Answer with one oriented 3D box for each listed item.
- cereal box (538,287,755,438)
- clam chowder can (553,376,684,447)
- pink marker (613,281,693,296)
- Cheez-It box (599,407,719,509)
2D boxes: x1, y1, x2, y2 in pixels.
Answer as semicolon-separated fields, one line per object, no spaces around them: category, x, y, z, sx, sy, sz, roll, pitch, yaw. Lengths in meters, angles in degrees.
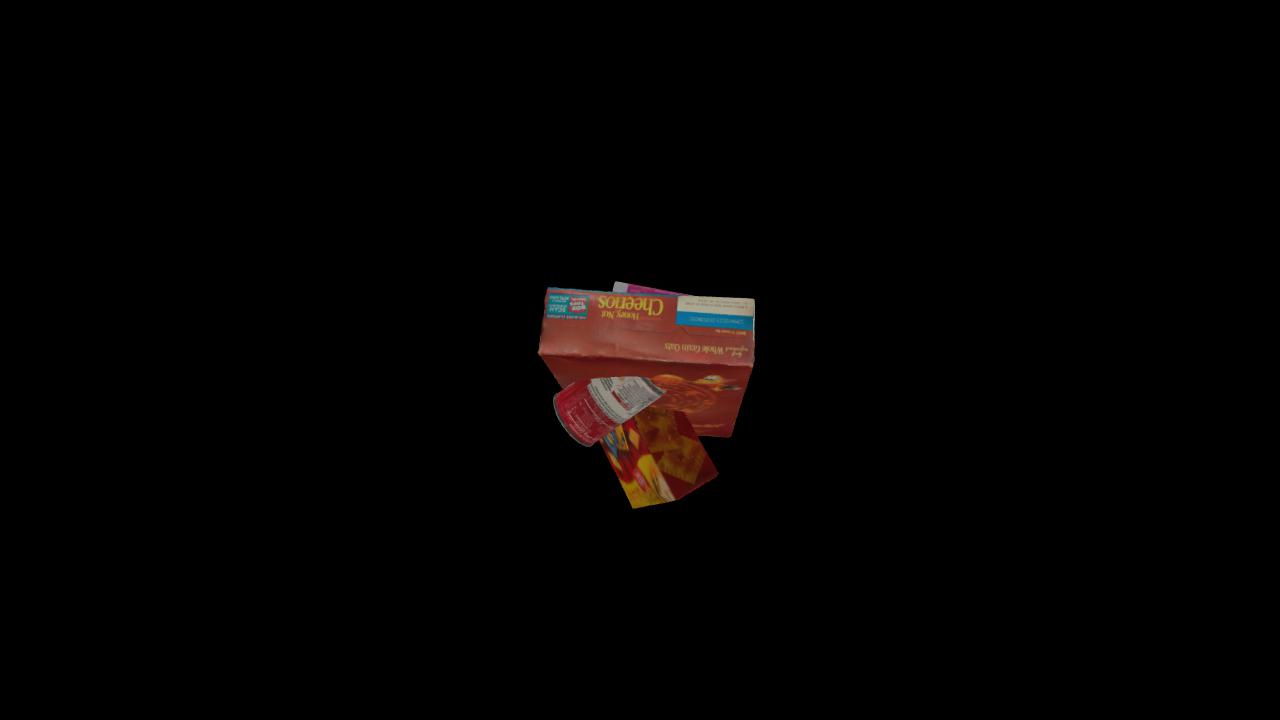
cereal box;0.017;0.016;0.709;0.203;0.081;0.306;3;-20;6
clam chowder can;-0.031;0.035;0.642;0.102;0.068;0.068;-35;-10;15
pink marker;0.031;-0.064;0.648;0.121;0.020;0.020;10;0;3
Cheez-It box;-0.011;0.069;0.770;0.071;0.223;0.166;-26;-7;-23
